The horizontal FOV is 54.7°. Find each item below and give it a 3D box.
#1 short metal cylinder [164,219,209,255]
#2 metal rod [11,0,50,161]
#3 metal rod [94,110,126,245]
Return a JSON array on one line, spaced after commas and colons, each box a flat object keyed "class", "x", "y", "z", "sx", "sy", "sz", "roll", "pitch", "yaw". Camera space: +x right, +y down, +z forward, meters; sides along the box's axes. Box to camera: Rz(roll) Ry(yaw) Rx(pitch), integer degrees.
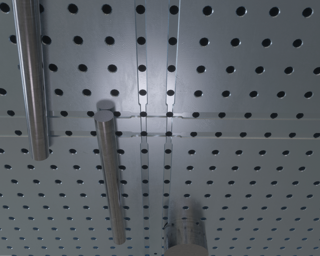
[{"class": "short metal cylinder", "x": 0.047, "y": 0.213, "z": 0.577, "sx": 0.081, "sy": 0.050, "sz": 0.079, "roll": 0, "pitch": 130, "yaw": 0}, {"class": "metal rod", "x": -0.144, "y": -0.074, "z": 0.346, "sx": 0.025, "sy": 0.025, "sz": 0.298, "roll": 8, "pitch": 130, "yaw": -7}, {"class": "metal rod", "x": -0.074, "y": 0.098, "z": 0.493, "sx": 0.025, "sy": 0.025, "sz": 0.298, "roll": 1, "pitch": 130, "yaw": -1}]
